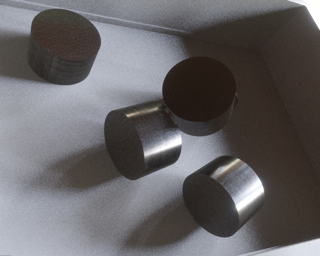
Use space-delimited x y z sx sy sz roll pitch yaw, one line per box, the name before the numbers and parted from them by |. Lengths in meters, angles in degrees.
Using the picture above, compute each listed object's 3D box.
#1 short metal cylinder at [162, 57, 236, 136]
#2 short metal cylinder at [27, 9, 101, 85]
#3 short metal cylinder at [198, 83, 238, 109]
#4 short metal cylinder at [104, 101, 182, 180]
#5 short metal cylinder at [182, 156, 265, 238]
short metal cylinder | 0.046 -0.036 0.363 0.080 0.050 0.080 -3 70 8
short metal cylinder | -0.120 -0.101 0.387 0.081 0.050 0.080 14 56 -21
short metal cylinder | 0.063 -0.049 0.436 0.081 0.080 0.050 2 61 -28
short metal cylinder | -0.021 0.013 0.352 0.050 0.080 0.080 -18 72 -35
short metal cylinder | 0.073 0.079 0.363 0.050 0.080 0.080 -25 76 -37
